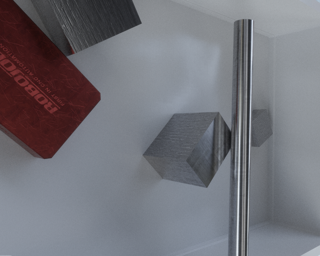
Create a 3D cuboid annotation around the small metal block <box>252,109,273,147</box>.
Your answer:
[{"bbox_3d":[0.174,0.000,0.556,0.050,0.025,0.050,-34,111,-35],"label":"small metal block"}]

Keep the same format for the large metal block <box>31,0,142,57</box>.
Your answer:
[{"bbox_3d":[-0.078,-0.127,0.317,0.080,0.050,0.080,-33,111,-24],"label":"large metal block"}]

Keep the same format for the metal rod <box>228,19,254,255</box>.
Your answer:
[{"bbox_3d":[0.102,0.016,0.390,0.025,0.025,0.298,2,89,-40],"label":"metal rod"}]

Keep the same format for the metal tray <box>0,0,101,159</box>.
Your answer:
[{"bbox_3d":[-0.131,-0.043,0.295,0.130,0.030,0.090,49,61,-29],"label":"metal tray"}]

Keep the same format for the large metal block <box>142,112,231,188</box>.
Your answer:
[{"bbox_3d":[0.038,0.025,0.405,0.080,0.080,0.050,-52,121,-27],"label":"large metal block"}]
